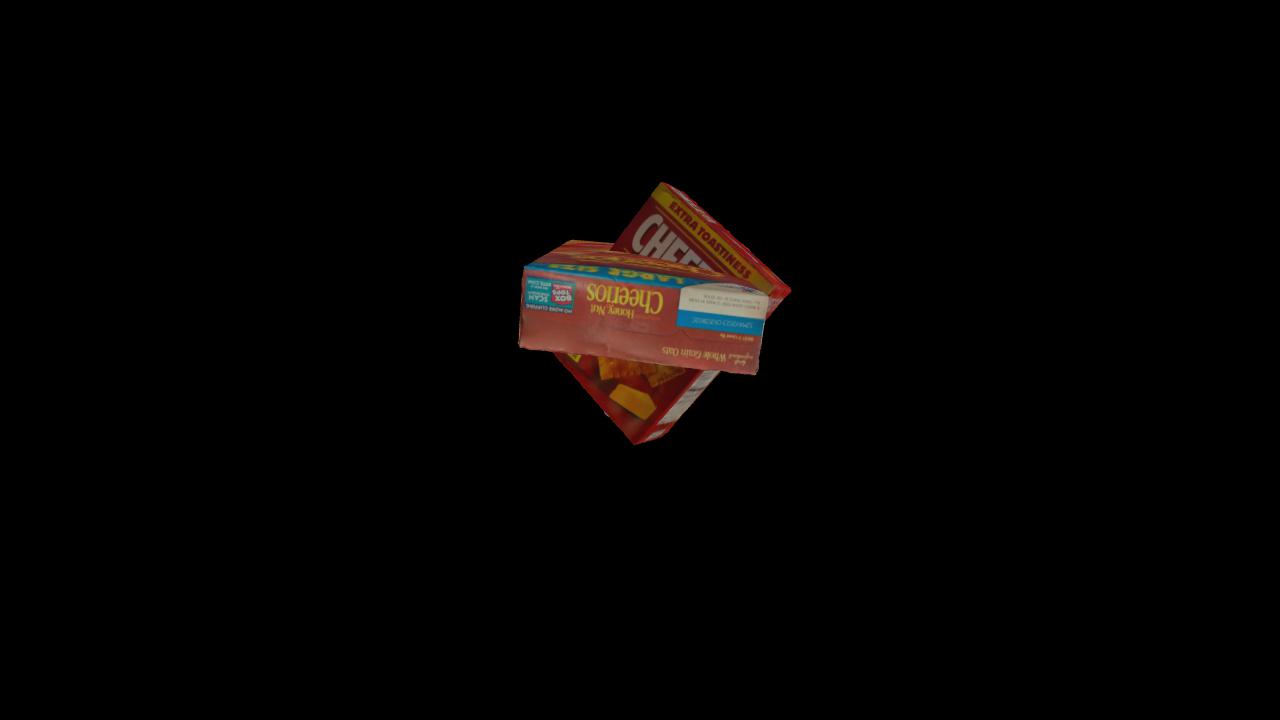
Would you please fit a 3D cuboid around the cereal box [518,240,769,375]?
[{"bbox_3d":[0.004,-0.069,0.639,0.203,0.081,0.306,6,14,-1],"label":"cereal box"}]

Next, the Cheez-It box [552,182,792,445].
[{"bbox_3d":[0.022,-0.045,0.649,0.166,0.223,0.071,47,21,18],"label":"Cheez-It box"}]

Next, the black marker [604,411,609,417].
[{"bbox_3d":[-0.024,0.011,0.681,0.020,0.121,0.020,7,33,-4],"label":"black marker"}]
